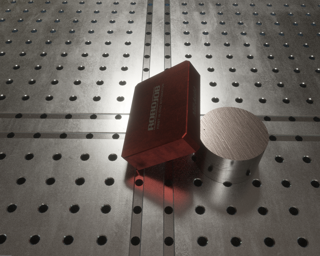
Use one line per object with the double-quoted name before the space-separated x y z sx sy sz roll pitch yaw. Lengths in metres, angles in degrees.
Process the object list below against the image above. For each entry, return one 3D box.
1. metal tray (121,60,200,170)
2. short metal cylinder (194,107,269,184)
"metal tray" 0.004 -0.019 0.390 0.090 0.030 0.130 -21 43 29
"short metal cylinder" 0.084 0.020 0.375 0.081 0.050 0.080 1 50 0
